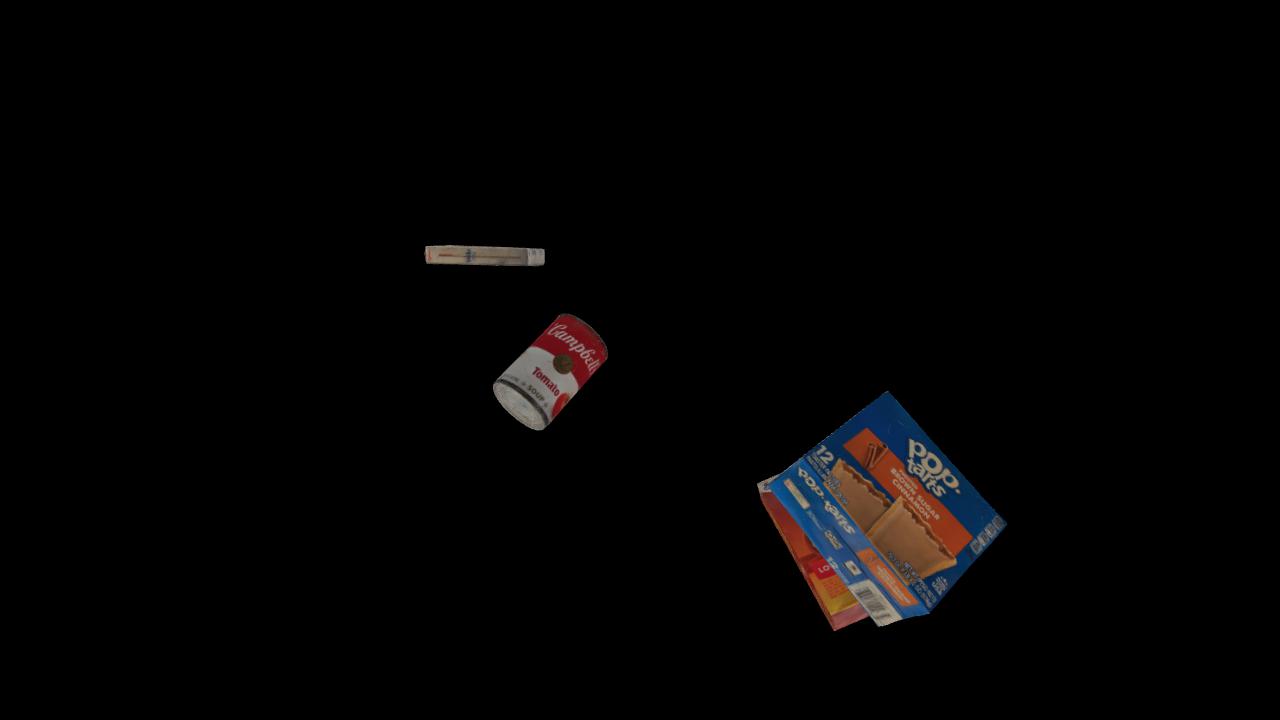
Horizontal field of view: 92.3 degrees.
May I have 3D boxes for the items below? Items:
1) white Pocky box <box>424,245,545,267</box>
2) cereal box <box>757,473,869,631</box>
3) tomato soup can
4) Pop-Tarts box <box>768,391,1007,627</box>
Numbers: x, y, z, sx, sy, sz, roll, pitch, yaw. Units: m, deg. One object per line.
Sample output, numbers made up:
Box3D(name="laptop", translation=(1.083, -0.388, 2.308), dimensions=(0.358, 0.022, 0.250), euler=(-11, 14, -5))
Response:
Box3D(name="white Pocky box", translation=(-0.225, -0.153, 0.906), dimensions=(0.154, 0.028, 0.084), euler=(3, 11, 8))
Box3D(name="cereal box", translation=(0.379, 0.324, 1.172), dimensions=(0.203, 0.081, 0.306), euler=(-23, 42, -1))
Box3D(name="tomato soup can", translation=(-0.088, 0.011, 0.609), dimensions=(0.068, 0.068, 0.101), euler=(0, 42, 51))
Box3D(name="Pop-Tarts box", translation=(0.239, 0.141, 0.603), dimensions=(0.141, 0.167, 0.083), euler=(-28, -18, -29))
